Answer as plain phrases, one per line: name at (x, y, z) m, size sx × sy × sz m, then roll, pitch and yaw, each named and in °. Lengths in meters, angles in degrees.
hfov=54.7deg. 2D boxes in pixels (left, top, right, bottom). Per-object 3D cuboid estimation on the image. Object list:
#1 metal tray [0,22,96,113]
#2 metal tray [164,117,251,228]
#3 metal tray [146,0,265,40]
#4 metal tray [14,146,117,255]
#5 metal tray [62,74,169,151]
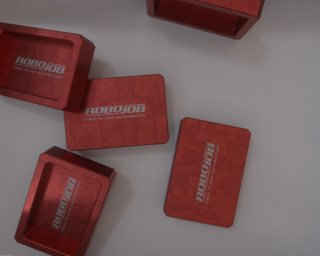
metal tray at (-0.153, -0.076, 0.386) m, size 0.130 × 0.030 × 0.089 m, roll 14°, pitch 90°, yaw 19°
metal tray at (0.061, 0.057, 0.410) m, size 0.091 × 0.030 × 0.129 m, roll 11°, pitch 90°, yaw -1°
metal tray at (0.050, -0.150, 0.379) m, size 0.131 × 0.090 × 0.030 m, roll 15°, pitch 90°, yaw -1°
metal tray at (-0.120, 0.098, 0.392) m, size 0.090 × 0.030 × 0.129 m, roll 22°, pitch 104°, yaw -1°
metal tray at (-0.057, -0.020, 0.408) m, size 0.131 × 0.030 × 0.089 m, roll -4°, pitch 90°, yaw -1°
